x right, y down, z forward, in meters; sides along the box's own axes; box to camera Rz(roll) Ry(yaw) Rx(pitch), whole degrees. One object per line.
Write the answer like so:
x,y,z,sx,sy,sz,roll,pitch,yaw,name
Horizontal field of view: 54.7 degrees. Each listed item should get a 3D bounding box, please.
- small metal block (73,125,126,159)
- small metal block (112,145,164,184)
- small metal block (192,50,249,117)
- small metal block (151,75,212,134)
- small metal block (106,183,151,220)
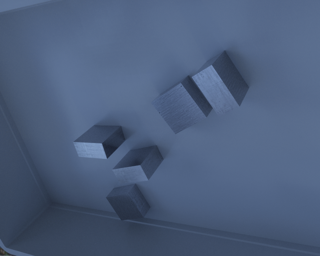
-0.087,0.019,0.448,0.050,0.050,0.025,1,119,27,small metal block
-0.031,0.052,0.439,0.050,0.050,0.025,-13,112,33,small metal block
0.066,-0.048,0.328,0.025,0.050,0.050,-28,103,37,small metal block
0.027,-0.027,0.377,0.050,0.025,0.050,-30,102,37,small metal block
-0.052,0.123,0.510,0.050,0.025,0.050,-18,109,35,small metal block
